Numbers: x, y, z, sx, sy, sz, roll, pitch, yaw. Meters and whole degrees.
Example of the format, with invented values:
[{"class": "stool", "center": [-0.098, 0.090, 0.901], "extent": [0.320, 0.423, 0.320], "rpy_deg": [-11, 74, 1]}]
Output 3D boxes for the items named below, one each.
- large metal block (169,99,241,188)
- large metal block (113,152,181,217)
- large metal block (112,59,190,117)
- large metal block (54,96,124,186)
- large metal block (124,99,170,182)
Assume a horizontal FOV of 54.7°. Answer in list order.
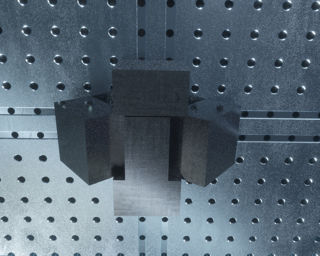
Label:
[{"class": "large metal block", "center": [0.056, 0.014, 0.381], "extent": [0.050, 0.081, 0.079], "rpy_deg": [15, 114, 34]}, {"class": "large metal block", "center": [-0.016, 0.071, 0.409], "extent": [0.081, 0.080, 0.050], "rpy_deg": [1, 110, -1]}, {"class": "large metal block", "center": [-0.010, -0.050, 0.364], "extent": [0.081, 0.080, 0.050], "rpy_deg": [1, 110, -1]}, {"class": "large metal block", "center": [-0.086, 0.012, 0.380], "extent": [0.050, 0.080, 0.079], "rpy_deg": [-16, 116, -37]}, {"class": "large metal block", "center": [-0.015, 0.011, 0.387], "extent": [0.050, 0.080, 0.079], "rpy_deg": [1, 110, -1]}]
